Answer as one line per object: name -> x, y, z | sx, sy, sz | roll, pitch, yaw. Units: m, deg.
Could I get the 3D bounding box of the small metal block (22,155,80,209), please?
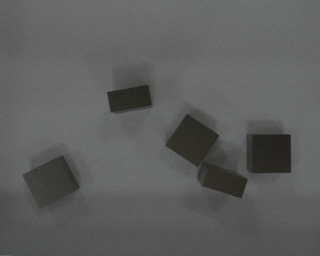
small metal block -> -0.143, 0.071, 0.410 | 0.050, 0.025, 0.050 | -27, 90, 0

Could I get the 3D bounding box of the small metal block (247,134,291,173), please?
small metal block -> 0.144, 0.033, 0.412 | 0.050, 0.025, 0.050 | -1, 90, 0

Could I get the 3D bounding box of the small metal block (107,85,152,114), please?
small metal block -> -0.037, -0.036, 0.398 | 0.050, 0.050, 0.025 | -10, 90, 0

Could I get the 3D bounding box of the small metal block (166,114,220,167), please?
small metal block -> 0.042, 0.016, 0.412 | 0.050, 0.025, 0.050 | 34, 90, 0

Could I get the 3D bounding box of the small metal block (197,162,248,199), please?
small metal block -> 0.079, 0.066, 0.399 | 0.050, 0.050, 0.025 | 18, 90, 0
